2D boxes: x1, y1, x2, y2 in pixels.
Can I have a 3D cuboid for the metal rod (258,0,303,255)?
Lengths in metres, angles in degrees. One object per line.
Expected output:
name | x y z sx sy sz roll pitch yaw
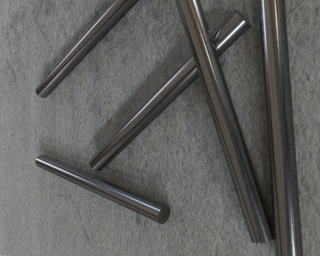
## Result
metal rod | 0.118 -0.015 0.306 0.025 0.025 0.298 -5 87 39

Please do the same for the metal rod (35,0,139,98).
metal rod | -0.120 -0.135 0.500 0.299 0.025 0.025 -33 70 34

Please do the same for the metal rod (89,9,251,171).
metal rod | -0.005 -0.030 0.407 0.299 0.025 0.025 -43 64 31

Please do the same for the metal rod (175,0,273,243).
metal rod | 0.063 -0.030 0.328 0.025 0.025 0.298 -20 85 38

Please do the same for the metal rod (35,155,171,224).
metal rod | -0.109 0.087 0.491 0.300 0.025 0.025 12 98 39
